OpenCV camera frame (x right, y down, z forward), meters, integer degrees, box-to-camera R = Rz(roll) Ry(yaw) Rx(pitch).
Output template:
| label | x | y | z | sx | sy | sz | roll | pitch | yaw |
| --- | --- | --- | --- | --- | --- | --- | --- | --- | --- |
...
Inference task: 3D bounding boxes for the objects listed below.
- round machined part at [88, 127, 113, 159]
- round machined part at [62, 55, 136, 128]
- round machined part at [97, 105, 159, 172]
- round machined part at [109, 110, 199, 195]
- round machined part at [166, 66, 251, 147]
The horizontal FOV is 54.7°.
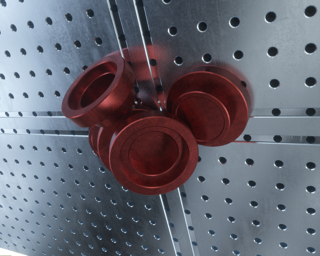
| label | x | y | z | sx | sy | sz | roll | pitch | yaw |
| --- | --- | --- | --- | --- | --- | --- | --- | --- | --- |
| round machined part | -0.061 | 0.014 | 0.440 | 0.098 | 0.042 | 0.097 | 13 | 124 | 20 |
| round machined part | -0.069 | -0.040 | 0.381 | 0.098 | 0.098 | 0.042 | -13 | 137 | 33 |
| round machined part | -0.030 | 0.023 | 0.398 | 0.099 | 0.042 | 0.097 | -4 | 110 | -10 |
| round machined part | -0.009 | 0.025 | 0.357 | 0.099 | 0.042 | 0.097 | -3 | 113 | -7 |
| round machined part | 0.052 | -0.019 | 0.360 | 0.098 | 0.042 | 0.097 | 13 | 124 | 20 |
